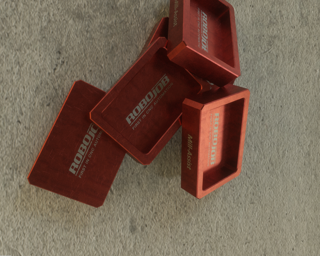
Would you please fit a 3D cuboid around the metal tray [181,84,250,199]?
[{"bbox_3d":[0.070,0.017,0.398,0.091,0.030,0.129,-21,122,-35],"label":"metal tray"}]

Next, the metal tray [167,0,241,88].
[{"bbox_3d":[0.056,-0.125,0.393,0.091,0.030,0.130,22,55,-29],"label":"metal tray"}]

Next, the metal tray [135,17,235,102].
[{"bbox_3d":[0.036,-0.076,0.422,0.131,0.030,0.090,28,81,-18],"label":"metal tray"}]

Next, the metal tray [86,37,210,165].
[{"bbox_3d":[-0.011,-0.032,0.372,0.090,0.030,0.130,43,76,-15],"label":"metal tray"}]

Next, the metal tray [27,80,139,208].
[{"bbox_3d":[-0.088,0.019,0.375,0.090,0.030,0.130,26,81,-19],"label":"metal tray"}]
